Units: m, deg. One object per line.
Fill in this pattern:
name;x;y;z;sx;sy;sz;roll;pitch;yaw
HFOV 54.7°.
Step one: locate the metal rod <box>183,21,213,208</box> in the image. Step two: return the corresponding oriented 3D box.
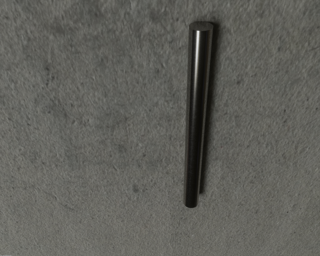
metal rod;0.047;0.009;0.415;0.025;0.025;0.298;-2;130;1
